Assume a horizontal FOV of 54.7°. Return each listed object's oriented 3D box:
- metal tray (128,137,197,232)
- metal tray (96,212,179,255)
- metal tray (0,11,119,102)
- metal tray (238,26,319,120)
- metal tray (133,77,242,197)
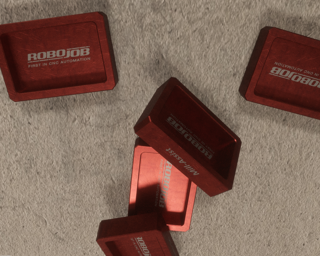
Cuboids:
[{"bbox_3d":[0.004,0.081,0.436,0.091,0.030,0.129,6,110,-3],"label":"metal tray"},{"bbox_3d":[-0.026,0.180,0.450,0.090,0.030,0.129,-12,125,10],"label":"metal tray"},{"bbox_3d":[-0.123,-0.085,0.373,0.131,0.030,0.089,-7,110,2],"label":"metal tray"},{"bbox_3d":[0.176,-0.065,0.385,0.131,0.030,0.089,14,109,-6],"label":"metal tray"},{"bbox_3d":[0.040,0.010,0.377,0.130,0.090,0.030,41,133,-14],"label":"metal tray"}]
